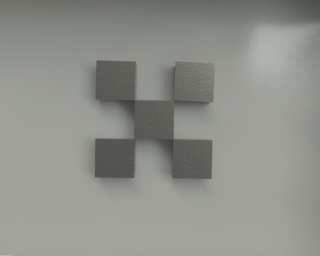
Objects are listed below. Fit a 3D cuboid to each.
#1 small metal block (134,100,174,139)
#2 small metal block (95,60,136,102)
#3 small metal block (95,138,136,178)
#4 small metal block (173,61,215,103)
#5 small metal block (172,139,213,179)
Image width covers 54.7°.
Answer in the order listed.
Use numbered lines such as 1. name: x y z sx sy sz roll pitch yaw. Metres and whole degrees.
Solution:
1. small metal block: -0.007 -0.011 0.409 0.050 0.025 0.050 1 90 0
2. small metal block: -0.057 -0.061 0.409 0.050 0.025 0.050 2 90 0
3. small metal block: -0.058 0.039 0.409 0.050 0.025 0.050 1 90 0
4. small metal block: 0.044 -0.059 0.409 0.050 0.025 0.050 2 90 0
5. small metal block: 0.042 0.040 0.409 0.050 0.025 0.050 1 90 0
